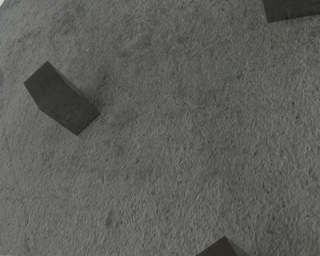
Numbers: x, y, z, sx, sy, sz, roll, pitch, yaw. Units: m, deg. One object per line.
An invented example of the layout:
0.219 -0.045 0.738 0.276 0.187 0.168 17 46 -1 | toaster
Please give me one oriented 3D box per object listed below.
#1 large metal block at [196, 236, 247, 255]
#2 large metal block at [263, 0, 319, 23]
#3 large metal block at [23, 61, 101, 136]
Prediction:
0.064 0.143 0.247 0.050 0.080 0.080 -37 51 4 | large metal block
0.183 -0.194 0.411 0.080 0.050 0.080 -2 61 27 | large metal block
-0.150 -0.045 0.475 0.050 0.080 0.080 -44 51 -2 | large metal block
